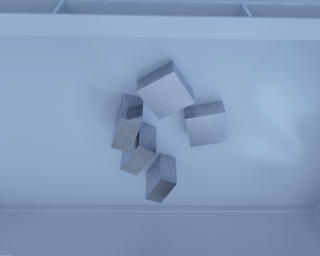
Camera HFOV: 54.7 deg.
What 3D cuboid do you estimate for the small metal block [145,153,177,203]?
[{"bbox_3d":[0.001,0.073,0.455,0.025,0.050,0.050,21,127,-17],"label":"small metal block"}]

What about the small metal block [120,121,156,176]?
[{"bbox_3d":[-0.029,0.027,0.415,0.025,0.050,0.050,25,125,-20],"label":"small metal block"}]

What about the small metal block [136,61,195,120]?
[{"bbox_3d":[0.007,-0.044,0.372,0.050,0.025,0.050,-26,126,19],"label":"small metal block"}]

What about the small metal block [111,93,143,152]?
[{"bbox_3d":[-0.041,-0.007,0.386,0.025,0.050,0.050,14,129,-12],"label":"small metal block"}]

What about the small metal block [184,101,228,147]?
[{"bbox_3d":[0.061,-0.005,0.406,0.050,0.025,0.050,-9,130,7],"label":"small metal block"}]
